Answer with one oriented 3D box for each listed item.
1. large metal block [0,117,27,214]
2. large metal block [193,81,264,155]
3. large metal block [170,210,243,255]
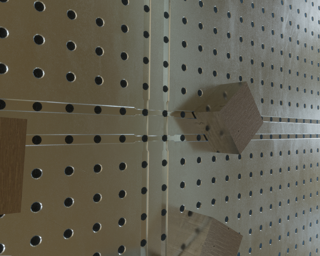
[{"bbox_3d":[-0.163,0.029,0.257,0.081,0.050,0.080,5,87,-40],"label":"large metal block"},{"bbox_3d":[0.110,-0.016,0.488,0.080,0.050,0.080,-45,117,-31],"label":"large metal block"},{"bbox_3d":[0.067,0.177,0.452,0.080,0.050,0.080,38,67,-34],"label":"large metal block"}]
